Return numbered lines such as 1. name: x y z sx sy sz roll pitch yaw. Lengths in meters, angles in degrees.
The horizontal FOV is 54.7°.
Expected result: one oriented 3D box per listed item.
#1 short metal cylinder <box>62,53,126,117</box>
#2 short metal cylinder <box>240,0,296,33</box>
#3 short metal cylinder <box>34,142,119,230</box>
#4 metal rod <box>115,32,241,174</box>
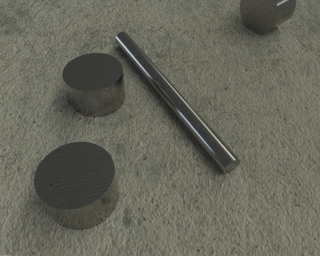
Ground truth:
1. short metal cylinder: -0.091 -0.061 0.438 0.081 0.050 0.080 0 50 0
2. short metal cylinder: 0.190 -0.217 0.551 0.050 0.080 0.080 -33 58 -24
3. short metal cylinder: -0.087 0.062 0.334 0.081 0.050 0.080 0 50 0
4. metal rod: 0.010 -0.054 0.448 0.025 0.025 0.300 -24 54 -19
